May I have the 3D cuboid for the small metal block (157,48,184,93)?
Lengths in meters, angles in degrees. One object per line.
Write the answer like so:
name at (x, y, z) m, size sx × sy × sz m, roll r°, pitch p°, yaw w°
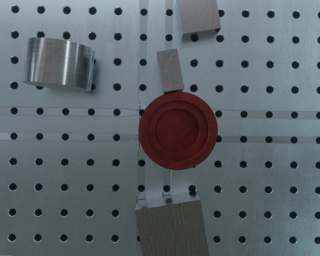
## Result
small metal block at (0.013, -0.070, 0.401) m, size 0.025 × 0.050 × 0.050 m, roll -11°, pitch 90°, yaw 0°

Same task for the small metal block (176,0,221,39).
small metal block at (0.051, -0.151, 0.414) m, size 0.050 × 0.025 × 0.050 m, roll -9°, pitch 90°, yaw -1°

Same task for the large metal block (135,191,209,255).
large metal block at (0.016, 0.133, 0.401) m, size 0.081 × 0.050 × 0.080 m, roll -9°, pitch 90°, yaw -1°

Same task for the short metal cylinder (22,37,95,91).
short metal cylinder at (-0.124, -0.076, 0.384) m, size 0.081 × 0.080 × 0.050 m, roll 6°, pitch 90°, yaw -1°

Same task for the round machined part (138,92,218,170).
round machined part at (0.022, 0.002, 0.403) m, size 0.099 × 0.042 × 0.097 m, roll 0°, pitch 94°, yaw -2°
